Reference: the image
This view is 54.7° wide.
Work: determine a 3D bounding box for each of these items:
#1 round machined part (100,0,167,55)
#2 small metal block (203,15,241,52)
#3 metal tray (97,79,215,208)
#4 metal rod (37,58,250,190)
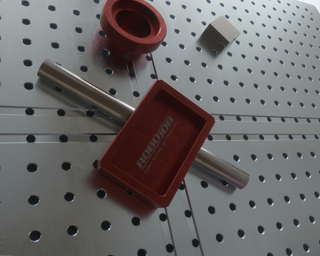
[{"bbox_3d":[-0.043,-0.150,0.467,0.099,0.042,0.098,14,56,-21],"label":"round machined part"},{"bbox_3d":[0.117,-0.179,0.583,0.050,0.025,0.050,45,51,3],"label":"small metal block"},{"bbox_3d":[-0.002,0.017,0.370,0.090,0.030,0.130,35,67,-7],"label":"metal tray"},{"bbox_3d":[-0.013,0.000,0.402,0.301,0.025,0.025,30,52,-10],"label":"metal rod"}]
